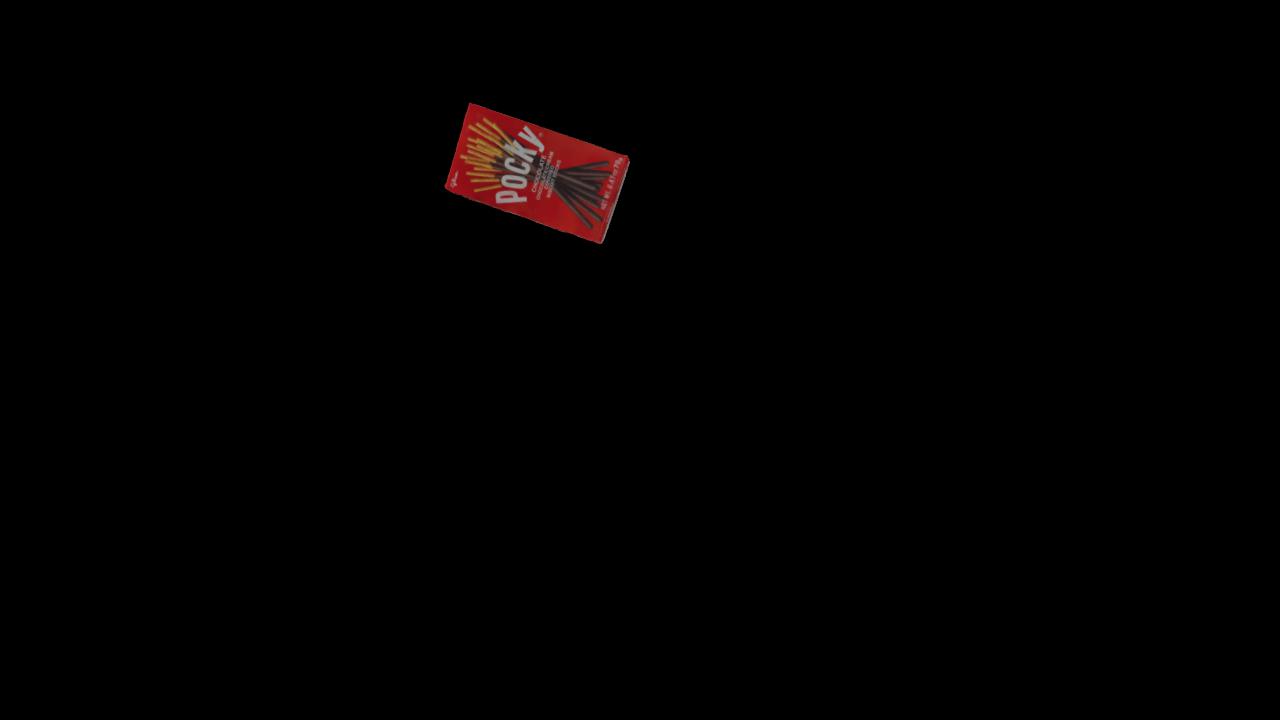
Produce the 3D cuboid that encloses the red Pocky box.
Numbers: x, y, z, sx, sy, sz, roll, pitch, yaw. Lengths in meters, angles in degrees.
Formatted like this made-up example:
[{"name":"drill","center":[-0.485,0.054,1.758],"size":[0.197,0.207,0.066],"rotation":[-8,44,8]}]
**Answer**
[{"name":"red Pocky box","center":[-0.095,-0.170,0.564],"size":[0.155,0.083,0.028],"rotation":[20,10,4]}]
